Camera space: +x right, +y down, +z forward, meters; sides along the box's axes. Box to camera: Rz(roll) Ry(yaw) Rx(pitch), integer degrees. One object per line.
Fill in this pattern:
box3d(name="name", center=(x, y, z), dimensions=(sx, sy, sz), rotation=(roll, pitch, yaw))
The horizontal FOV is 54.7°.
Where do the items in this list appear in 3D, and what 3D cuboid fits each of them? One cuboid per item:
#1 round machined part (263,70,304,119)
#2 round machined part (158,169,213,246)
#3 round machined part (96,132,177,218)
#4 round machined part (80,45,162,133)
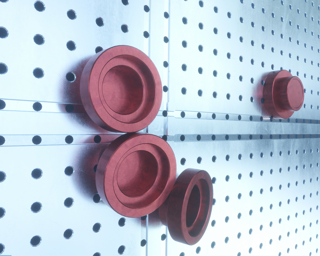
box3d(name="round machined part", center=(0.249, -0.066, 0.610), dimensions=(0.099, 0.042, 0.097), rotation=(0, 90, -40))
box3d(name="round machined part", center=(0.033, 0.102, 0.416), dimensions=(0.099, 0.042, 0.097), rotation=(-13, 105, -57))
box3d(name="round machined part", center=(-0.031, 0.052, 0.368), dimensions=(0.099, 0.042, 0.097), rotation=(-7, 102, -36))
box3d(name="round machined part", center=(-0.048, -0.043, 0.360), dimensions=(0.099, 0.042, 0.097), rotation=(0, 90, -40))
